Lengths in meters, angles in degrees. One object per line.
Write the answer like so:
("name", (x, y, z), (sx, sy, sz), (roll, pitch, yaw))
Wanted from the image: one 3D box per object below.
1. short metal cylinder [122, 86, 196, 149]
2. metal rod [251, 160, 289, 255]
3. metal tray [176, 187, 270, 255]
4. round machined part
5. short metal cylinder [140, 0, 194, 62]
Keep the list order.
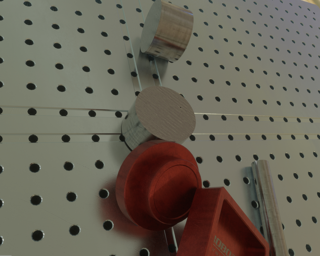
("short metal cylinder", (-0.002, -0.006, 0.393), (0.081, 0.050, 0.080), (14, 54, -20))
("metal rod", (0.149, 0.180, 0.377), (0.025, 0.025, 0.299), (13, 56, -21))
("metal tray", (0.072, 0.134, 0.324), (0.130, 0.030, 0.090), (50, 45, -30))
("round machined part", (0.006, 0.063, 0.332), (0.099, 0.042, 0.097), (-4, 98, -34))
("short metal cylinder", (0.008, -0.145, 0.466), (0.050, 0.080, 0.080), (13, 57, -21))
